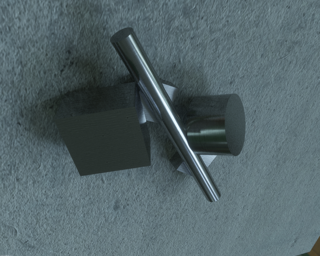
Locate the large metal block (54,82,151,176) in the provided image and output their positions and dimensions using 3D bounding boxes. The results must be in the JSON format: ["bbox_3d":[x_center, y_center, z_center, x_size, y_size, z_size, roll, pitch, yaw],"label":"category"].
[{"bbox_3d":[-0.058,0.002,0.342,0.080,0.050,0.080,-9,127,4],"label":"large metal block"}]

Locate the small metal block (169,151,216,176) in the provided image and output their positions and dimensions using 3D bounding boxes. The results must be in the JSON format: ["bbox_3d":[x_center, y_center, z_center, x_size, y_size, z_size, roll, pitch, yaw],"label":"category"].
[{"bbox_3d":[0.051,0.043,0.465,0.050,0.025,0.050,27,103,-38],"label":"small metal block"}]

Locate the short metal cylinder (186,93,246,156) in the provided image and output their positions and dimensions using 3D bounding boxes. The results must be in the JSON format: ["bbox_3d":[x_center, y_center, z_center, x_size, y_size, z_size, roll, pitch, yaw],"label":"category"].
[{"bbox_3d":[0.076,-0.004,0.407,0.080,0.050,0.079,2,87,-58],"label":"short metal cylinder"}]

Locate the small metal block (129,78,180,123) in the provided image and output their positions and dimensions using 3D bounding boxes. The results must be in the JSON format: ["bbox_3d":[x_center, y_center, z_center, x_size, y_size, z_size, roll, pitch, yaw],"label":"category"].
[{"bbox_3d":[-0.012,-0.037,0.381,0.050,0.025,0.050,13,112,-34],"label":"small metal block"}]

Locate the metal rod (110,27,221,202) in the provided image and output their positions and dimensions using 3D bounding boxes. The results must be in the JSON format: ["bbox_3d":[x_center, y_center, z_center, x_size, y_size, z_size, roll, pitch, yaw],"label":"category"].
[{"bbox_3d":[0.023,0.008,0.396,0.025,0.025,0.299,-36,130,-5],"label":"metal rod"}]
